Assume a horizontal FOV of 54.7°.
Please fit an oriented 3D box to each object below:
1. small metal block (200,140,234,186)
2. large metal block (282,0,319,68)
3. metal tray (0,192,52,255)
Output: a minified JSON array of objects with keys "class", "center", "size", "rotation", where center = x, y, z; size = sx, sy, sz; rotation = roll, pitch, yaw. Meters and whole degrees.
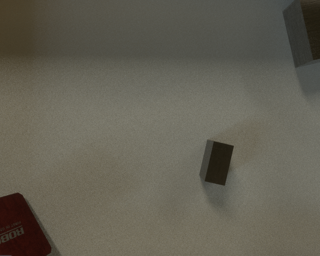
[{"class":"small metal block","center":[0.072,0.043,0.400],"size":[0.025,0.050,0.050],"rotation":[13,90,0]},{"class":"large metal block","center":[0.217,-0.130,0.402],"size":[0.080,0.050,0.080],"rotation":[-13,90,-1]},{"class":"metal tray","center":[-0.193,0.130,0.348],"size":[0.030,0.130,0.090],"rotation":[-36,80,14]}]
